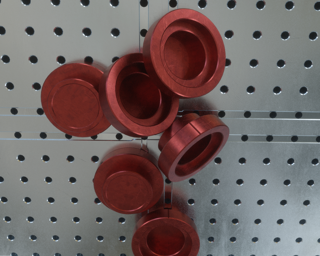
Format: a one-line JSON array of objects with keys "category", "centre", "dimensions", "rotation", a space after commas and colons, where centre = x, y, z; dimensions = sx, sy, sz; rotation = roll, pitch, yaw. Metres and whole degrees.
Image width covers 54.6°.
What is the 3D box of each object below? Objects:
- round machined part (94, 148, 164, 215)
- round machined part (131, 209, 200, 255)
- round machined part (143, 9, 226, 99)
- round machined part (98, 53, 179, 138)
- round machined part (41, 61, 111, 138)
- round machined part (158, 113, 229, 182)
[{"category": "round machined part", "centre": [-0.044, 0.081, 0.434], "dimensions": [0.099, 0.042, 0.097], "rotation": [0, 110, 0]}, {"category": "round machined part", "centre": [0.008, 0.162, 0.464], "dimensions": [0.099, 0.042, 0.097], "rotation": [0, 110, 0]}, {"category": "round machined part", "centre": [0.024, -0.082, 0.359], "dimensions": [0.099, 0.042, 0.097], "rotation": [0, 90, -28]}, {"category": "round machined part", "centre": [-0.028, -0.037, 0.373], "dimensions": [0.099, 0.042, 0.098], "rotation": [7, 78, -34]}, {"category": "round machined part", "centre": [-0.101, -0.033, 0.391], "dimensions": [0.099, 0.042, 0.097], "rotation": [0, 110, 0]}, {"category": "round machined part", "centre": [0.037, 0.020, 0.393], "dimensions": [0.098, 0.098, 0.042], "rotation": [-51, 60, 16]}]
